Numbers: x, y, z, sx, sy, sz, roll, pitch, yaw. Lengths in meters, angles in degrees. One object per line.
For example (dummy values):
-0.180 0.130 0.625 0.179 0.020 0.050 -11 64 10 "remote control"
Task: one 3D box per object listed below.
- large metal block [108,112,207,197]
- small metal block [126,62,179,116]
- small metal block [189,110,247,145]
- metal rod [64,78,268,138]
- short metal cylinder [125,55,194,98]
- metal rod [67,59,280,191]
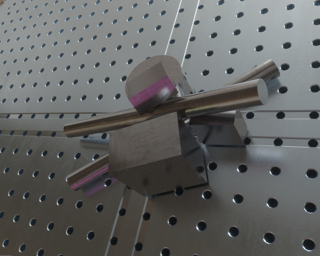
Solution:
-0.001 0.033 0.347 0.080 0.080 0.050 -17 55 18 "large metal block"
-0.010 -0.047 0.363 0.050 0.025 0.050 -31 29 8 "small metal block"
0.068 -0.003 0.354 0.050 0.050 0.025 0 62 29 "small metal block"
-0.021 -0.015 0.379 0.300 0.025 0.025 -9 57 39 "metal rod"
0.000 -0.051 0.419 0.080 0.050 0.080 -13 55 20 "short metal cylinder"
0.011 0.001 0.399 0.300 0.025 0.025 -30 52 8 "metal rod"
